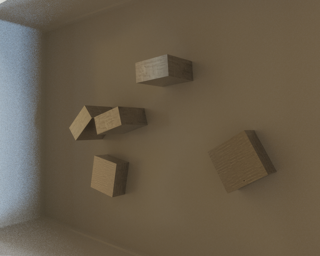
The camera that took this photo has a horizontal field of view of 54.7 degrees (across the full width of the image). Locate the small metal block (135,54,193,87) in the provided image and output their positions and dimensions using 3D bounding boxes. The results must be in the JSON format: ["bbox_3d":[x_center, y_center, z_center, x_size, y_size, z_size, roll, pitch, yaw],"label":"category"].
[{"bbox_3d":[0.006,-0.069,0.384,0.050,0.050,0.025,-5,87,39],"label":"small metal block"}]

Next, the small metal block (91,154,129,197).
[{"bbox_3d":[-0.076,0.071,0.467,0.050,0.025,0.050,13,98,39],"label":"small metal block"}]

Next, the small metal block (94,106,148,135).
[{"bbox_3d":[-0.054,-0.010,0.433,0.050,0.050,0.025,-20,78,38],"label":"small metal block"}]

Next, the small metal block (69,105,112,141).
[{"bbox_3d":[-0.101,-0.007,0.471,0.050,0.050,0.025,-48,62,29],"label":"small metal block"}]

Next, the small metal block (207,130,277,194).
[{"bbox_3d":[0.087,0.036,0.334,0.050,0.025,0.050,-36,68,33],"label":"small metal block"}]
